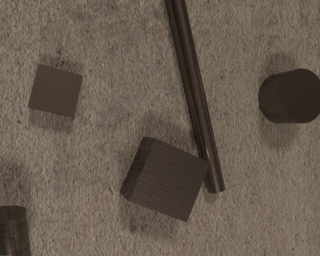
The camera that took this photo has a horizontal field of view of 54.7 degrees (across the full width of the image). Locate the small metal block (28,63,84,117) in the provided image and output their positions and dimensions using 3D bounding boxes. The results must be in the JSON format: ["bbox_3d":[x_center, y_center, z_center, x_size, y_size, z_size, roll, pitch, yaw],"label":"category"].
[{"bbox_3d":[-0.122,-0.043,0.364,0.050,0.025,0.050,13,86,-20],"label":"small metal block"}]

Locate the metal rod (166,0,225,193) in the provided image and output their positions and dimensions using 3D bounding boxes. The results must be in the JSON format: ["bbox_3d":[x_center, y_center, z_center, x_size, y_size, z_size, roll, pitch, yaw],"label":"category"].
[{"bbox_3d":[0.047,-0.056,0.427,0.025,0.025,0.298,-15,95,-20],"label":"metal rod"}]

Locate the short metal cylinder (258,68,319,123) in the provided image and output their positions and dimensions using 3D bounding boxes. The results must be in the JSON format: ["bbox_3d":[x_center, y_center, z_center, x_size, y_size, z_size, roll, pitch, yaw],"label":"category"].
[{"bbox_3d":[0.199,-0.047,0.471,0.081,0.050,0.079,0,90,-21],"label":"short metal cylinder"}]

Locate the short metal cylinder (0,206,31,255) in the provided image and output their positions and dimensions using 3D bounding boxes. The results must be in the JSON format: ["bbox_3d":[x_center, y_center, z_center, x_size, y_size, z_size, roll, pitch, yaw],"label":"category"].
[{"bbox_3d":[-0.177,0.116,0.315,0.081,0.080,0.050,-6,93,-20],"label":"short metal cylinder"}]

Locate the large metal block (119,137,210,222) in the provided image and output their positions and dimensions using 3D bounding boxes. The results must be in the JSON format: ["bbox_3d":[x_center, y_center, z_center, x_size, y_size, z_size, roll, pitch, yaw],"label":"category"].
[{"bbox_3d":[0.006,0.064,0.399,0.080,0.050,0.080,25,82,-19],"label":"large metal block"}]
